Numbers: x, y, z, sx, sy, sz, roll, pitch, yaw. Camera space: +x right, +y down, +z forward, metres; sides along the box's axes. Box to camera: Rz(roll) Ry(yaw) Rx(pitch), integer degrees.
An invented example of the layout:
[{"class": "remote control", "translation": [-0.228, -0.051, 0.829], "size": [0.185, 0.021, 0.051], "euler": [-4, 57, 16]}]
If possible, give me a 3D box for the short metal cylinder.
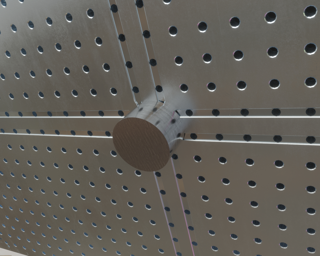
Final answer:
[{"class": "short metal cylinder", "translation": [-0.014, 0.010, 0.408], "size": [0.080, 0.050, 0.079], "euler": [13, 124, 20]}]
